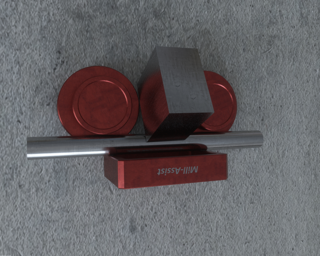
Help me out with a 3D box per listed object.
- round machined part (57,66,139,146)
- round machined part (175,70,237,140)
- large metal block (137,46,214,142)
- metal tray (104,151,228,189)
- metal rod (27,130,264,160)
[{"bbox_3d":[-0.072,-0.027,0.373,0.099,0.042,0.097,0,90,-21],"label":"round machined part"},{"bbox_3d":[0.065,-0.031,0.425,0.099,0.042,0.097,0,90,-21],"label":"round machined part"},{"bbox_3d":[0.013,-0.036,0.358,0.050,0.080,0.080,-2,67,-21],"label":"large metal block"},{"bbox_3d":[0.004,0.046,0.378,0.131,0.090,0.030,-1,91,-20],"label":"metal tray"},{"bbox_3d":[-0.002,0.019,0.389,0.303,0.025,0.025,-1,91,-21],"label":"metal rod"}]
